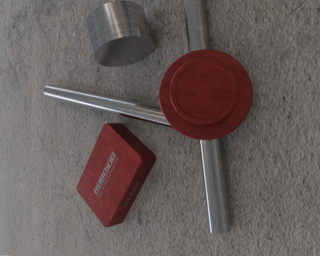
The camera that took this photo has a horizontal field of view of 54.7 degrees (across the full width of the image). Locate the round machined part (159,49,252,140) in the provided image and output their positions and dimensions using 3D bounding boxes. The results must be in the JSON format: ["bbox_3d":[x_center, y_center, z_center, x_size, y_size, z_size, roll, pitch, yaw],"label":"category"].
[{"bbox_3d":[0.047,-0.036,0.328,0.098,0.042,0.097,-1,86,10],"label":"round machined part"}]

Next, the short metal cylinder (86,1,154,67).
[{"bbox_3d":[-0.053,-0.122,0.413,0.080,0.081,0.050,-24,75,37],"label":"short metal cylinder"}]

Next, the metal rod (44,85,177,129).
[{"bbox_3d":[-0.090,-0.039,0.478,0.300,0.025,0.025,15,99,39],"label":"metal rod"}]

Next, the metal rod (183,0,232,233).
[{"bbox_3d":[0.053,-0.033,0.361,0.025,0.025,0.298,-10,84,39],"label":"metal rod"}]

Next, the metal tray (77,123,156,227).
[{"bbox_3d":[-0.069,0.069,0.459,0.090,0.030,0.129,41,115,32],"label":"metal tray"}]
